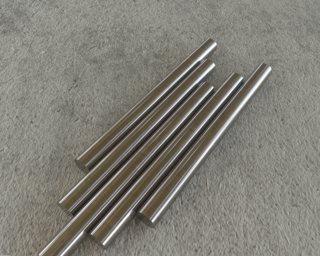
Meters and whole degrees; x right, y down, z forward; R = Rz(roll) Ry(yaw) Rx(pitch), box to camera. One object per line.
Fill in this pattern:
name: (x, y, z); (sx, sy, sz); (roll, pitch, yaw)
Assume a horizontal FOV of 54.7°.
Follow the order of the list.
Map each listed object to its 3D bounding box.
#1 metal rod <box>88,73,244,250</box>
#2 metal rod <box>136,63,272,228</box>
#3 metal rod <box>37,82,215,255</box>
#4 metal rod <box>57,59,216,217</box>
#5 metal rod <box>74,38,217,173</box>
metal rod: (0.026, 0.021, 0.387); (0.025, 0.025, 0.301); (29, 56, 22)
metal rod: (0.073, 0.003, 0.402); (0.025, 0.025, 0.301); (29, 56, 22)
metal rod: (-0.019, 0.036, 0.374); (0.025, 0.025, 0.301); (29, 56, 22)
metal rod: (-0.012, -0.005, 0.409); (0.025, 0.025, 0.301); (29, 56, 22)
metal rod: (-0.003, -0.047, 0.444); (0.025, 0.025, 0.301); (29, 56, 22)
